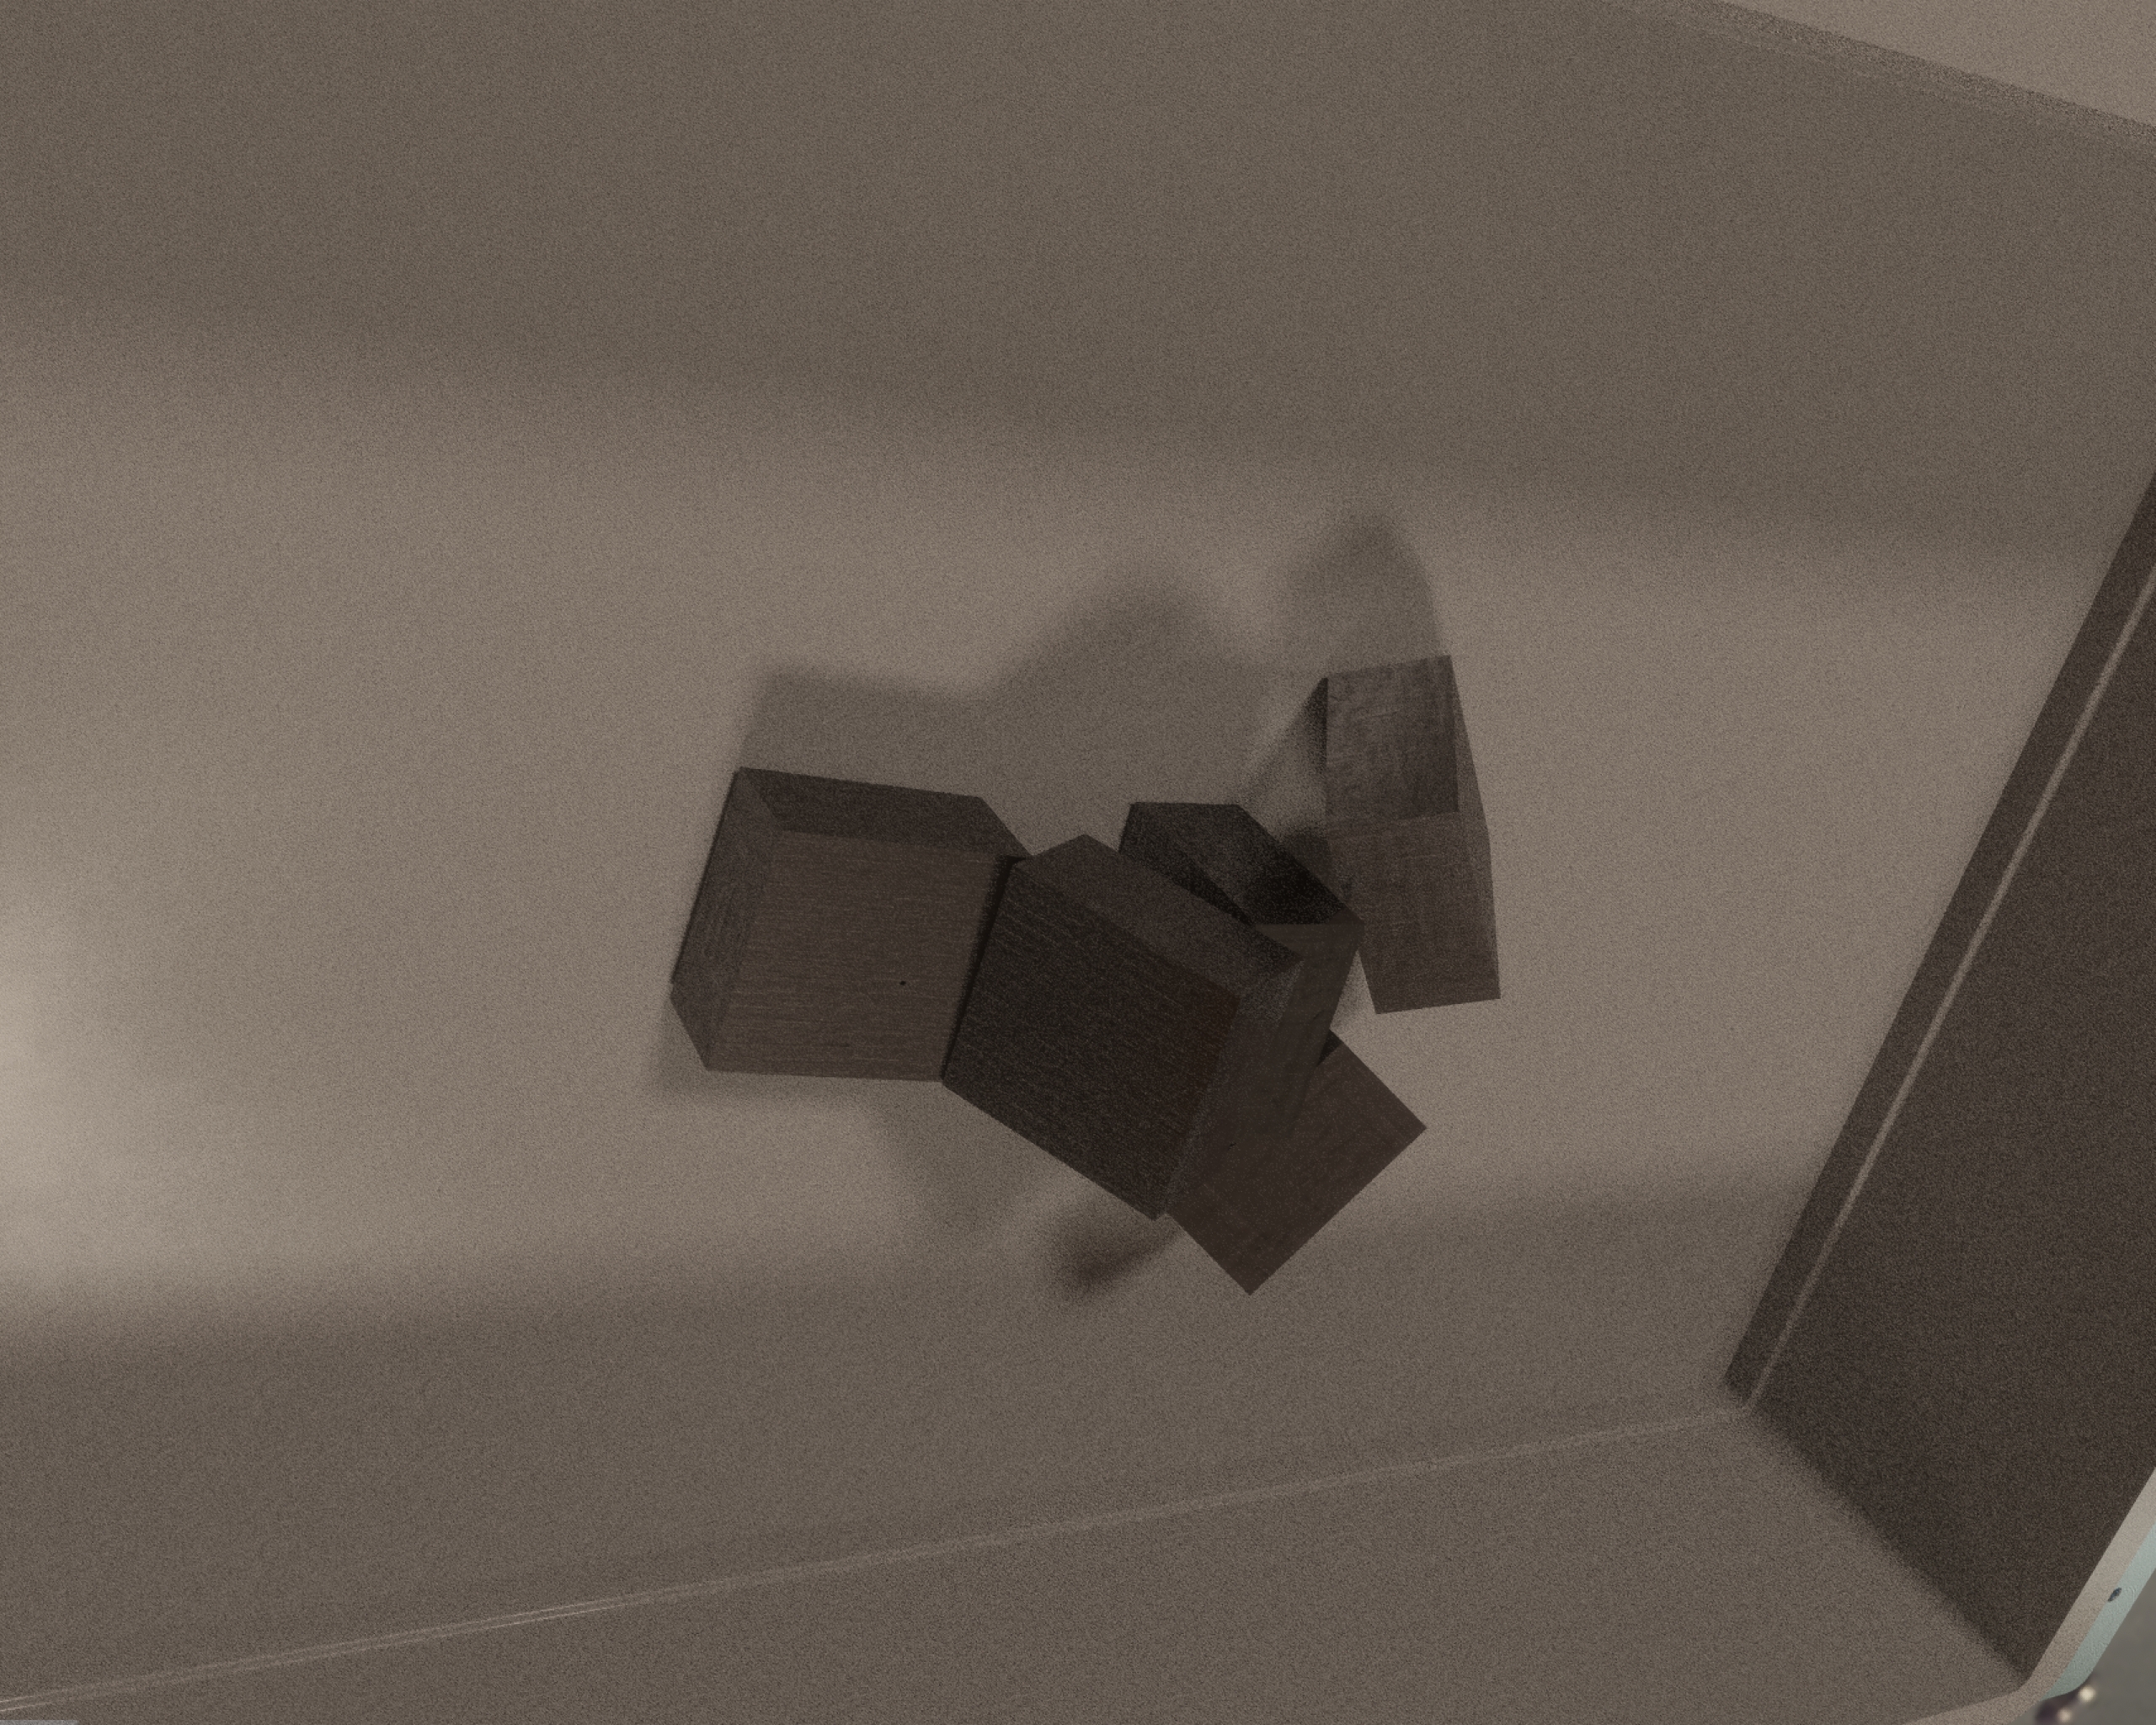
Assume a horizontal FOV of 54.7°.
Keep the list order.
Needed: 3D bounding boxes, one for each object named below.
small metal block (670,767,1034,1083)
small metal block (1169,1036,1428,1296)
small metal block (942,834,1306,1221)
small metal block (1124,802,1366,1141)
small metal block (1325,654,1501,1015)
[{"bbox_3d":[-0.043,0.013,0.391,0.050,0.025,0.050,7,115,-32],"label":"small metal block"},{"bbox_3d":[0.044,0.061,0.451,0.050,0.050,0.025,-44,95,1],"label":"small metal block"},{"bbox_3d":[0.008,0.030,0.391,0.025,0.050,0.050,-24,139,-55],"label":"small metal block"},{"bbox_3d":[0.027,0.022,0.421,0.025,0.050,0.050,1,118,-29],"label":"small metal block"},{"bbox_3d":[0.068,-0.006,0.423,0.025,0.050,0.050,-9,129,15],"label":"small metal block"}]
